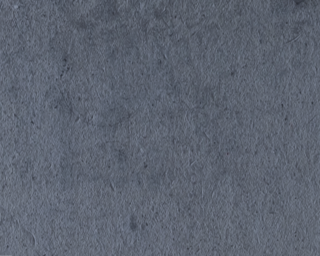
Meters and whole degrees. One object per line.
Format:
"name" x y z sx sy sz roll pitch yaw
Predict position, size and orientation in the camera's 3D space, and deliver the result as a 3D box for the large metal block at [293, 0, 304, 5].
"large metal block" 0.199 -0.213 0.384 0.050 0.080 0.080 45 90 0
